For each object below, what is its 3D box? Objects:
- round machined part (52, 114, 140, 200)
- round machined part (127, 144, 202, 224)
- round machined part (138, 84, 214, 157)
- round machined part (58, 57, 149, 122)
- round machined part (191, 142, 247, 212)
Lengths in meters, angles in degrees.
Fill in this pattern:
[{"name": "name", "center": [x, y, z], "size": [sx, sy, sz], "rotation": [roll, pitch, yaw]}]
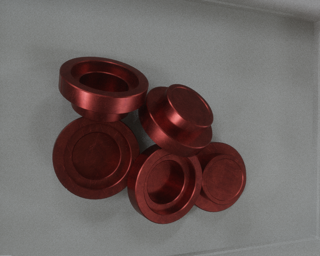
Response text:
[{"name": "round machined part", "center": [-0.077, 0.033, 0.371], "size": [0.099, 0.042, 0.097], "rotation": [0, 90, -21]}, {"name": "round machined part", "center": [0.002, 0.066, 0.389], "size": [0.099, 0.042, 0.097], "rotation": [-5, 99, -33]}, {"name": "round machined part", "center": [0.026, -0.016, 0.381], "size": [0.099, 0.042, 0.098], "rotation": [24, 40, -22]}, {"name": "round machined part", "center": [-0.066, -0.042, 0.357], "size": [0.099, 0.098, 0.042], "rotation": [3, 125, -20]}, {"name": "round machined part", "center": [0.079, 0.068, 0.430], "size": [0.099, 0.042, 0.097], "rotation": [0, 90, -21]}]
